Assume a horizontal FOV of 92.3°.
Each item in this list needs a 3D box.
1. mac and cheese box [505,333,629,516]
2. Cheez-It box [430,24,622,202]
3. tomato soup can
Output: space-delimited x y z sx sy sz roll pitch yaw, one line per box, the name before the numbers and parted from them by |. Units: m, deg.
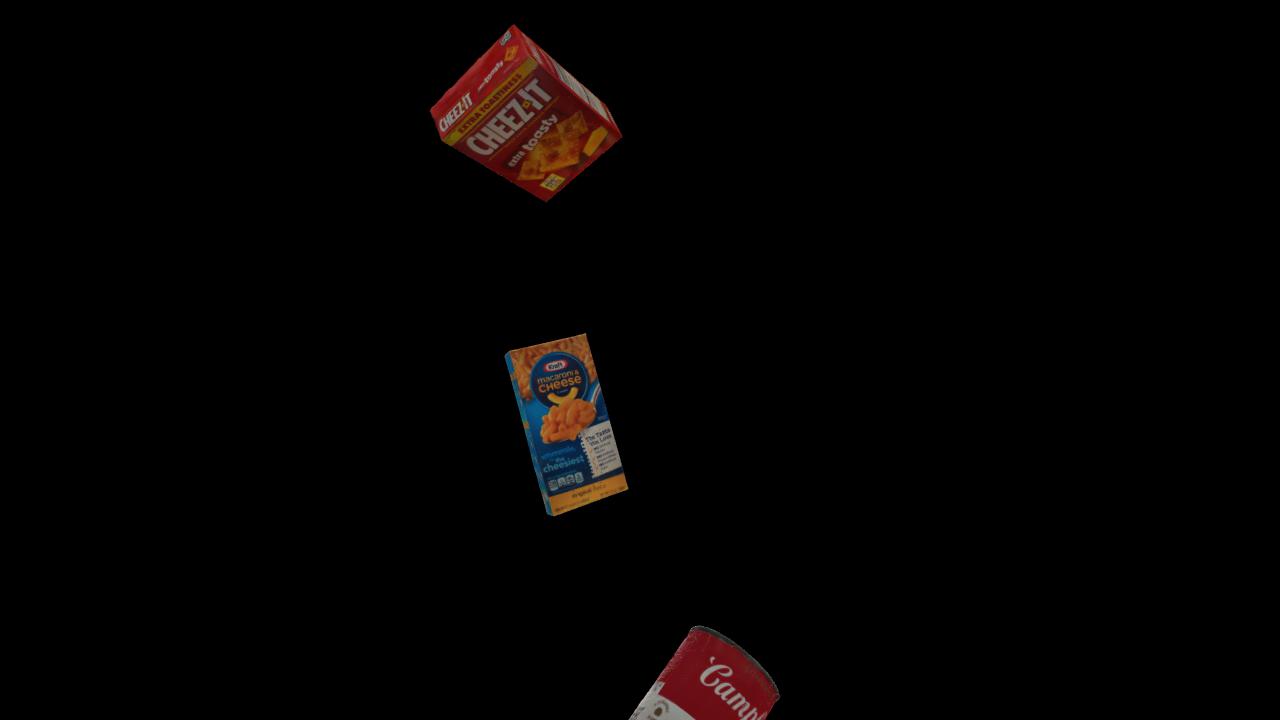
mac and cheese box | -0.082 0.070 0.687 0.093 0.184 0.041 -15 -2 -21
Cheez-It box | -0.153 -0.335 0.870 0.166 0.071 0.223 -34 -24 21
tomato soup can | 0.029 0.224 0.371 0.068 0.068 0.101 0 35 49
